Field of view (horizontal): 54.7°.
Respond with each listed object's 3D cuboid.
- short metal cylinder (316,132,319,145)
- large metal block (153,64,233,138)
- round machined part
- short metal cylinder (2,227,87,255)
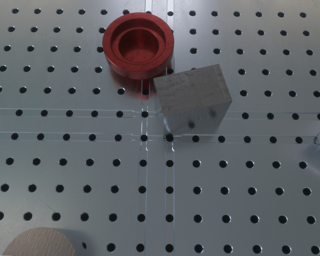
[{"bbox_3d":[0.243,0.002,0.383,0.050,0.080,0.080,36,74,12],"label":"short metal cylinder"},{"bbox_3d":[0.037,-0.031,0.394,0.081,0.080,0.050,-13,71,-5],"label":"large metal block"},{"bbox_3d":[-0.029,-0.112,0.443,0.099,0.042,0.098,0,70,0],"label":"round machined part"},{"bbox_3d":[-0.126,0.152,0.342,0.081,0.050,0.080,0,70,0],"label":"short metal cylinder"}]
